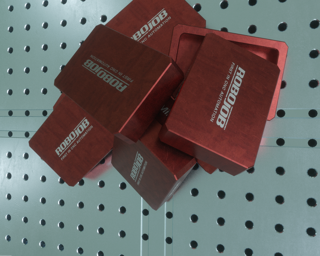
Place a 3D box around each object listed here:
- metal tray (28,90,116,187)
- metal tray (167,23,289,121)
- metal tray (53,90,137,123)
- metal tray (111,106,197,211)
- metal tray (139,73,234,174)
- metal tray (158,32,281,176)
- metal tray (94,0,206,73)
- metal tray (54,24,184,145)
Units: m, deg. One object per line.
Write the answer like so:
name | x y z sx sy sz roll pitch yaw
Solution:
metal tray | -0.111 0.010 0.426 0.090 0.030 0.130 46 116 -2
metal tray | 0.072 -0.063 0.361 0.131 0.030 0.090 10 93 -1
metal tray | -0.082 -0.049 0.439 0.090 0.030 0.130 41 102 15
metal tray | -0.015 0.041 0.369 0.030 0.129 0.090 -38 75 -27
metal tray | 0.033 -0.008 0.368 0.130 0.090 0.030 46 105 15
metal tray | 0.065 -0.028 0.320 0.090 0.030 0.130 26 63 -3
metal tray | -0.017 -0.114 0.396 0.130 0.030 0.090 -42 79 0
metal tray | -0.049 -0.052 0.334 0.130 0.030 0.090 35 87 36
